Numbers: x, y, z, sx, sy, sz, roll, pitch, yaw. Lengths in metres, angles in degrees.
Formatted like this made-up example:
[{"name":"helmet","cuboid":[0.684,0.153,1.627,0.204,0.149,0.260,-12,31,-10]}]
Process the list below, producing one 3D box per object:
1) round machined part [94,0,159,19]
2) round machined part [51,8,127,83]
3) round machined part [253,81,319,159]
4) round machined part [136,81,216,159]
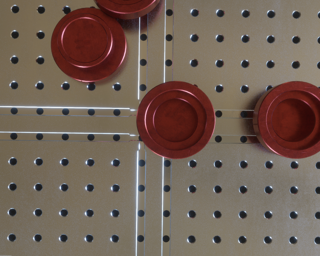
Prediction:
[{"name":"round machined part","cuboid":[-0.043,-0.189,0.403,0.099,0.042,0.097,0,89,-1]},{"name":"round machined part","cuboid":[-0.093,-0.109,0.404,0.099,0.042,0.097,0,90,-1]},{"name":"round machined part","cuboid":[0.171,-0.010,0.407,0.099,0.042,0.097,0,90,-1]},{"name":"round machined part","cuboid":[0.020,-0.010,0.405,0.099,0.042,0.097,0,90,-1]}]
